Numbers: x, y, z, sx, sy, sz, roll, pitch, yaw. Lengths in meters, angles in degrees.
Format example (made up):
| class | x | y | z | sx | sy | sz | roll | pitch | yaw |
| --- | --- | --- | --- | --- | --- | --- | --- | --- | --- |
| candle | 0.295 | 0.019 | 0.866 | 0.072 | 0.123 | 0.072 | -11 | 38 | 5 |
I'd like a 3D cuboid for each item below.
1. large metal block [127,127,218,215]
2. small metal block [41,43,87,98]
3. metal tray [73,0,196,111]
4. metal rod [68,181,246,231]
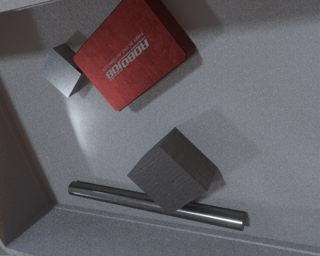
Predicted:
| class | x | y | z | sx | sy | sz | roll | pitch | yaw |
| --- | --- | --- | --- | --- | --- | --- | --- | --- | --- |
| large metal block | 0.016 | 0.059 | 0.419 | 0.080 | 0.050 | 0.080 | 44 | 129 | -3 |
| small metal block | -0.129 | -0.079 | 0.426 | 0.050 | 0.025 | 0.050 | 42 | 129 | -2 |
| metal tray | -0.034 | -0.088 | 0.368 | 0.130 | 0.030 | 0.090 | -33 | 101 | 38 |
| metal rod | -0.020 | 0.119 | 0.490 | 0.301 | 0.025 | 0.025 | 5 | 121 | 25 |
